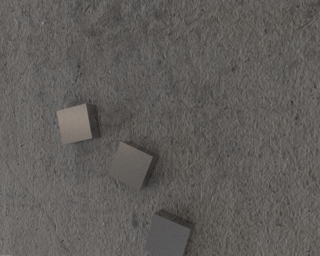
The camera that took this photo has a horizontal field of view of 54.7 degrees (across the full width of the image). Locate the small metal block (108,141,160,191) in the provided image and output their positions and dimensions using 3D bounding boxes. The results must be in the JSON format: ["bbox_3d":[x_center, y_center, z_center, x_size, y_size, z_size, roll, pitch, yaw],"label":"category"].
[{"bbox_3d":[-0.036,0.050,0.421,0.050,0.025,0.050,24,98,18],"label":"small metal block"}]

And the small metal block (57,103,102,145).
[{"bbox_3d":[-0.118,-0.005,0.450,0.050,0.025,0.050,-12,86,19],"label":"small metal block"}]

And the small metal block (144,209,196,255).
[{"bbox_3d":[0.013,0.141,0.404,0.050,0.025,0.050,18,96,19],"label":"small metal block"}]
